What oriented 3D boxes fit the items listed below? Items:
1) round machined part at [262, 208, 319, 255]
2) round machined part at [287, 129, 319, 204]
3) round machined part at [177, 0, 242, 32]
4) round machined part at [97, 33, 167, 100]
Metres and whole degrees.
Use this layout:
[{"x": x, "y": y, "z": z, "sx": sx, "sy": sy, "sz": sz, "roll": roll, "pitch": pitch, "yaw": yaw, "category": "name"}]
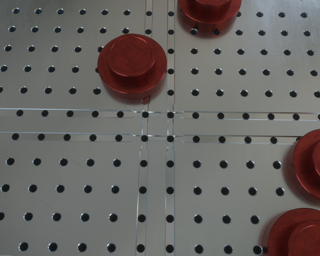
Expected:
[{"x": 0.172, "y": 0.141, "z": 0.352, "sx": 0.099, "sy": 0.042, "sz": 0.098, "roll": 0, "pitch": 70, "yaw": 0, "category": "round machined part"}, {"x": 0.216, "y": 0.046, "z": 0.387, "sx": 0.099, "sy": 0.042, "sz": 0.098, "roll": 0, "pitch": 70, "yaw": 0, "category": "round machined part"}, {"x": 0.077, "y": -0.201, "z": 0.477, "sx": 0.099, "sy": 0.042, "sz": 0.098, "roll": 0, "pitch": 70, "yaw": 0, "category": "round machined part"}, {"x": -0.039, "y": -0.093, "z": 0.436, "sx": 0.099, "sy": 0.042, "sz": 0.098, "roll": 0, "pitch": 70, "yaw": 0, "category": "round machined part"}]
